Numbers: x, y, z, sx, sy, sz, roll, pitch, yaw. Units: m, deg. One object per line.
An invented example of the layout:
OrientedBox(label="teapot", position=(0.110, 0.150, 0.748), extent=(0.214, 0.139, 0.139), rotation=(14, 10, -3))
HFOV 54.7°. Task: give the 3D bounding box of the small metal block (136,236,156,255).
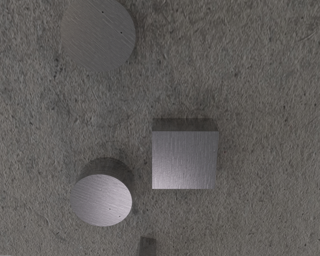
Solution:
OrientedBox(label="small metal block", position=(-0.024, 0.204, 0.471), extent=(0.025, 0.050, 0.050), rotation=(12, 110, -5))

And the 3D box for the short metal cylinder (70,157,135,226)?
OrientedBox(label="short metal cylinder", position=(-0.077, 0.087, 0.428), extent=(0.081, 0.050, 0.079), rotation=(0, 110, 0))

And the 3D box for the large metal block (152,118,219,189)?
OrientedBox(label="large metal block", position=(0.030, 0.033, 0.409), extent=(0.081, 0.050, 0.079), rotation=(0, 110, 0))

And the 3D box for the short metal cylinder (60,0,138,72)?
OrientedBox(label="short metal cylinder", position=(-0.066, -0.109, 0.356), extent=(0.081, 0.050, 0.079), rotation=(0, 110, 0))
